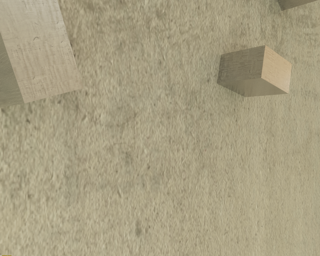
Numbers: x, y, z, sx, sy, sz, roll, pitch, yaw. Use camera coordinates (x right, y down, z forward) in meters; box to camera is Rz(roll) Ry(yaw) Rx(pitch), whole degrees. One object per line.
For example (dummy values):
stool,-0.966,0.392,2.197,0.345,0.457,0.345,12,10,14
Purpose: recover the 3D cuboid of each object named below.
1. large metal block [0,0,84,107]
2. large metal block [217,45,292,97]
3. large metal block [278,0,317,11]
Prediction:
large metal block,-0.119,-0.064,0.270,0.050,0.080,0.080,-23,105,-38
large metal block,0.152,-0.087,0.499,0.081,0.080,0.050,16,80,-39
large metal block,0.269,-0.285,0.598,0.050,0.080,0.080,-48,119,-29
